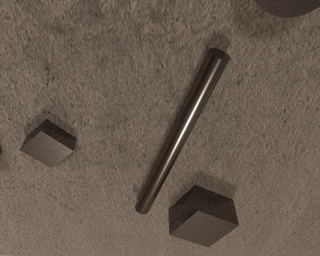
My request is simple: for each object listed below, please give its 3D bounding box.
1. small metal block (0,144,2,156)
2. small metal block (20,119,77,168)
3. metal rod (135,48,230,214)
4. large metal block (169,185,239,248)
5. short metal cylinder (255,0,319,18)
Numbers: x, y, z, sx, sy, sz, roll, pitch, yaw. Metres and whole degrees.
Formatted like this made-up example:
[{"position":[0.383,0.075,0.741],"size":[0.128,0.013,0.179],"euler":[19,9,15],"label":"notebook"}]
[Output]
[{"position":[-0.238,0.031,0.414],"size":[0.025,0.050,0.050],"euler":[7,130,-6],"label":"small metal block"},{"position":[-0.152,0.022,0.424],"size":[0.050,0.025,0.050],"euler":[-35,122,26],"label":"small metal block"},{"position":[0.018,0.027,0.430],"size":[0.025,0.025,0.298],"euler":[14,129,-12],"label":"metal rod"},{"position":[0.070,0.150,0.519],"size":[0.080,0.050,0.080],"euler":[24,126,-20],"label":"large metal block"},{"position":[0.113,-0.145,0.269],"size":[0.081,0.050,0.079],"euler":[0,130,0],"label":"short metal cylinder"}]
